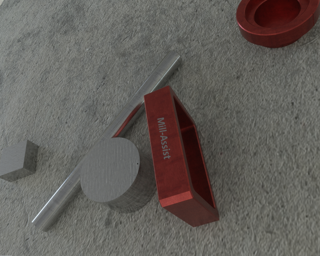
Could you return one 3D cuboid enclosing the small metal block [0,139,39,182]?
[{"bbox_3d":[-0.223,0.052,0.489,0.050,0.025,0.050,-19,54,16],"label":"small metal block"}]

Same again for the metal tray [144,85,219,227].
[{"bbox_3d":[0.023,0.030,0.331,0.030,0.090,0.130,-21,54,16],"label":"metal tray"}]

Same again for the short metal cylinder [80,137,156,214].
[{"bbox_3d":[-0.049,0.058,0.378,0.080,0.050,0.080,-13,56,21],"label":"short metal cylinder"}]

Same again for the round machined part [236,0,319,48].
[{"bbox_3d":[0.153,-0.143,0.401,0.098,0.042,0.098,-13,56,21],"label":"round machined part"}]

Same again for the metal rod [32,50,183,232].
[{"bbox_3d":[-0.067,0.012,0.431,0.025,0.025,0.300,30,78,37],"label":"metal rod"}]
